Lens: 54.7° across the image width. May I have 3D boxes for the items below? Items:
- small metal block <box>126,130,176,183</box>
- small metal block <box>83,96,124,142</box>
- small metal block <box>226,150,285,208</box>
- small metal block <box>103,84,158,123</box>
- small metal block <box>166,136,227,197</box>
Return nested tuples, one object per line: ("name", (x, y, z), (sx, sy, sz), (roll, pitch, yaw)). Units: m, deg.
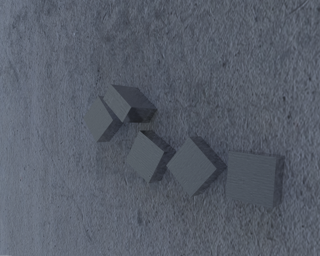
("small metal block", (-0.013, 0.038, 0.416), (0.050, 0.025, 0.050), (39, 114, 33))
("small metal block", (-0.086, -0.013, 0.476), (0.050, 0.025, 0.050), (-49, 61, 29))
("small metal block", (0.099, 0.051, 0.323), (0.050, 0.025, 0.050), (5, 94, 40))
("small metal block", (-0.040, -0.033, 0.422), (0.050, 0.050, 0.025), (48, 119, 29))
("small metal block", (0.043, 0.045, 0.370), (0.050, 0.025, 0.050), (51, 120, 28))
